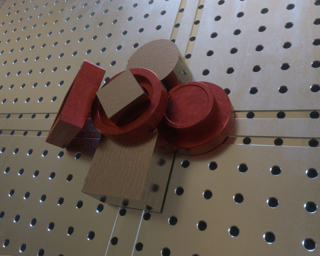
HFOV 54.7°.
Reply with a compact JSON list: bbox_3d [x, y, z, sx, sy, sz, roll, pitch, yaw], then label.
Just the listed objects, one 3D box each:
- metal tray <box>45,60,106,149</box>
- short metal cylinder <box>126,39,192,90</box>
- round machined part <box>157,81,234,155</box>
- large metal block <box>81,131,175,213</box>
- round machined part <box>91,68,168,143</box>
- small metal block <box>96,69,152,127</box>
[{"bbox_3d":[-0.123,-0.029,0.441,0.129,0.030,0.090,-31,39,58],"label":"metal tray"},{"bbox_3d":[-0.001,-0.078,0.440,0.080,0.050,0.080,-13,56,21],"label":"short metal cylinder"},{"bbox_3d":[0.039,-0.019,0.387,0.098,0.042,0.098,-13,56,21],"label":"round machined part"},{"bbox_3d":[-0.036,0.051,0.376,0.080,0.050,0.080,1,62,28],"label":"large metal block"},{"bbox_3d":[-0.034,-0.025,0.393,0.098,0.042,0.098,-13,56,21],"label":"round machined part"},{"bbox_3d":[-0.043,-0.036,0.374,0.050,0.025,0.050,-36,51,4],"label":"small metal block"}]
